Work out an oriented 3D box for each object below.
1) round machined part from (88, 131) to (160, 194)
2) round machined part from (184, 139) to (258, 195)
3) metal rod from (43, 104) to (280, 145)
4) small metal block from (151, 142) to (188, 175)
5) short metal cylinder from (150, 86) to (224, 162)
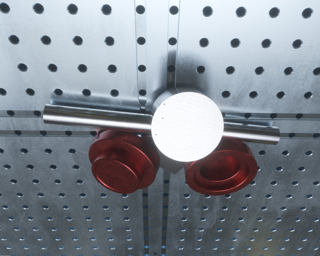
[{"bbox_3d":[-0.053,0.052,0.423,0.098,0.042,0.097,12,133,13],"label":"round machined part"},{"bbox_3d":[0.083,0.049,0.436,0.099,0.042,0.097,-2,133,-2],"label":"round machined part"},{"bbox_3d":[0.006,-0.004,0.404,0.302,0.025,0.025,5,130,-5],"label":"metal rod"},{"bbox_3d":[0.016,0.033,0.435,0.050,0.025,0.050,29,124,-23],"label":"small metal block"},{"bbox_3d":[0.029,-0.006,0.366,0.081,0.050,0.079,-1,105,-3],"label":"short metal cylinder"}]
